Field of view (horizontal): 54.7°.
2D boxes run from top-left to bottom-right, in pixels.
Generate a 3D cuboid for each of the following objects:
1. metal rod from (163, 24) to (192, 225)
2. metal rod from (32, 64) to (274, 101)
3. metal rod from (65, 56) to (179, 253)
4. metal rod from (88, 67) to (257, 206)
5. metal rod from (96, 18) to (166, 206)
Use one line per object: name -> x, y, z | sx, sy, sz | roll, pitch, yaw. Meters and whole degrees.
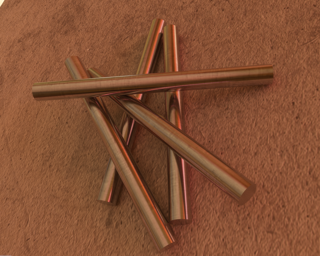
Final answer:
metal rod -> 0.019, -0.026, 0.409 | 0.025, 0.025, 0.299 | -14, 56, 20
metal rod -> -0.015, -0.057, 0.394 | 0.301, 0.025, 0.025 | -3, 59, 7
metal rod -> -0.061, 0.012, 0.393 | 0.025, 0.025, 0.299 | -35, 61, 5
metal rod -> -0.011, -0.010, 0.382 | 0.025, 0.025, 0.300 | -48, 51, -5
metal rod -> -0.034, -0.039, 0.445 | 0.025, 0.025, 0.300 | 0, 61, 28
